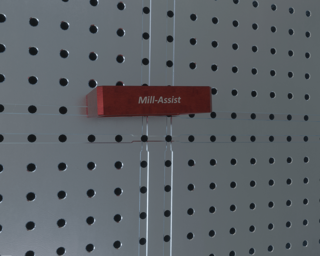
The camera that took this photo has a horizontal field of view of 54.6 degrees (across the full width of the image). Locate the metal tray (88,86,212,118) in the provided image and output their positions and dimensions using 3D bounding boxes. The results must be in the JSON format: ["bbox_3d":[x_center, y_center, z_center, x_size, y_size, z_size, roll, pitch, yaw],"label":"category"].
[{"bbox_3d":[-0.015,-0.030,0.372,0.131,0.090,0.030,-3,91,-20],"label":"metal tray"}]
